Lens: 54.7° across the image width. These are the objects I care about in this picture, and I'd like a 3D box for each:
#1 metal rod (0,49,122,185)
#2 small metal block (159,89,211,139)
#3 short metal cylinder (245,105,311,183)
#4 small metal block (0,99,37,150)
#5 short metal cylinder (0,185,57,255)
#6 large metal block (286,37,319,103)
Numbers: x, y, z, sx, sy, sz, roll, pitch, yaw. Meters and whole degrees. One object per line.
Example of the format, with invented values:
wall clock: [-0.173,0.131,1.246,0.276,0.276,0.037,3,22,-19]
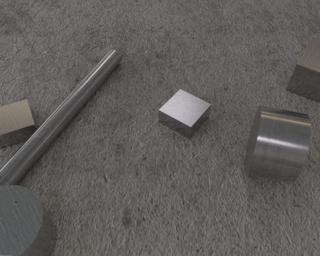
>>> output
metal rod: [-0.134,-0.011,0.411,0.025,0.025,0.301,19,52,15]
small metal block: [0.034,-0.020,0.420,0.050,0.025,0.050,29,56,22]
short metal cylinder: [0.131,0.018,0.354,0.050,0.080,0.080,12,51,10]
small metal block: [-0.192,-0.006,0.407,0.050,0.025,0.050,-20,53,-16]
short metal cylinder: [-0.148,0.103,0.300,0.081,0.050,0.080,0,50,0]
large metal block: [0.246,-0.082,0.458,0.080,0.050,0.080,27,55,21]
